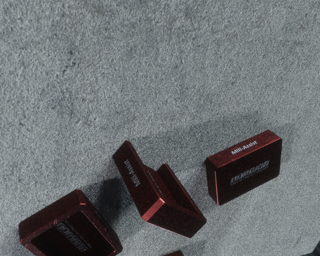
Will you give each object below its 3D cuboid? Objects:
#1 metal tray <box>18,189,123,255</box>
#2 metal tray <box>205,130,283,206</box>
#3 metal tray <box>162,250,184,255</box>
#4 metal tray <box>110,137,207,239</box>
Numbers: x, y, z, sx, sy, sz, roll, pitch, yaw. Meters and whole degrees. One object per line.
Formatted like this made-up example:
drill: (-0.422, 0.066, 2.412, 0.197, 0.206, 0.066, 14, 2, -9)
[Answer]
metal tray: (-0.119, 0.154, 0.433, 0.090, 0.030, 0.130, -31, 129, -9)
metal tray: (0.143, 0.067, 0.523, 0.131, 0.030, 0.089, -22, 127, -15)
metal tray: (0.001, 0.299, 0.588, 0.091, 0.030, 0.129, -9, 123, -24)
metal tray: (-0.005, 0.073, 0.398, 0.030, 0.130, 0.090, -48, 129, 8)
